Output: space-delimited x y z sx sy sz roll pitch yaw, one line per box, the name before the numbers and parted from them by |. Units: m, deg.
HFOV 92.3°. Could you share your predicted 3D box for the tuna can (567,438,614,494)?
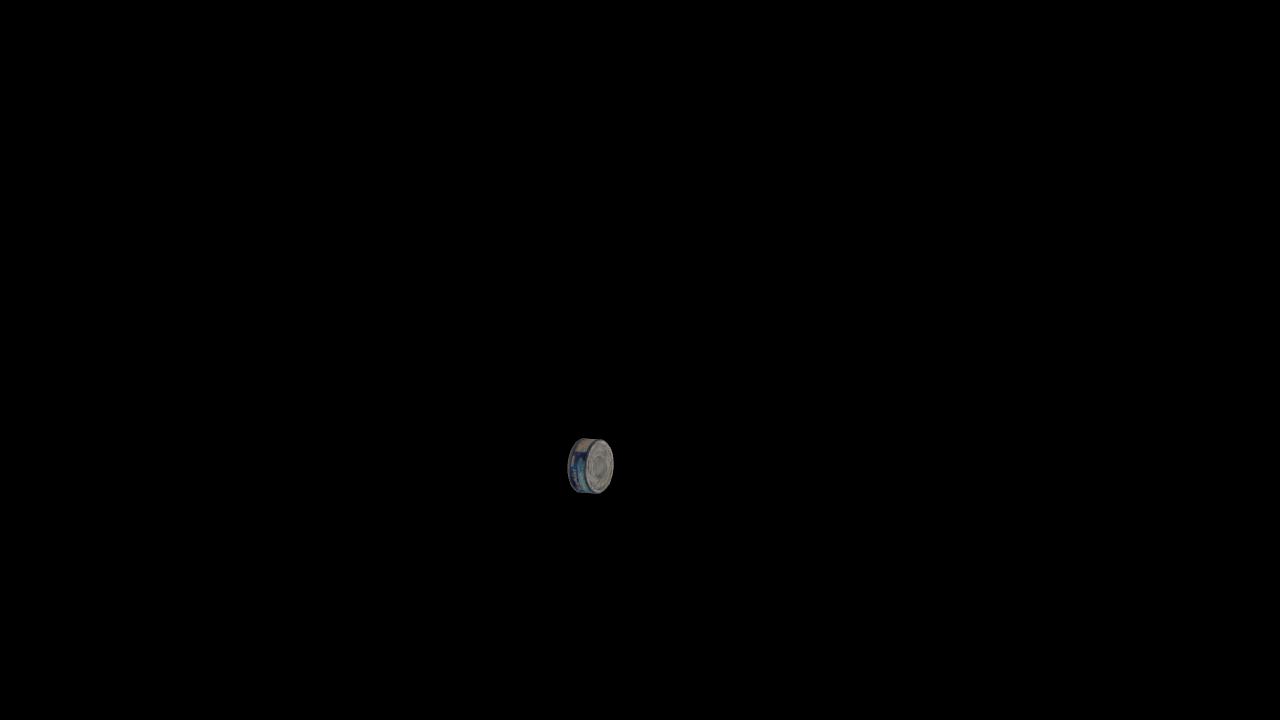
tuna can | -0.074 0.163 0.943 0.034 0.084 0.084 -1 -1 28
